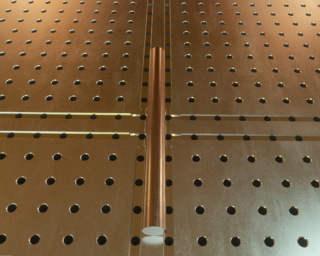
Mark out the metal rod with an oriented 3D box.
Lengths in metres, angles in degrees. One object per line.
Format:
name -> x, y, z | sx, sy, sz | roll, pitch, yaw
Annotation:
metal rod -> -0.005, -0.009, 0.415 | 0.025, 0.025, 0.300 | 0, 50, 0
